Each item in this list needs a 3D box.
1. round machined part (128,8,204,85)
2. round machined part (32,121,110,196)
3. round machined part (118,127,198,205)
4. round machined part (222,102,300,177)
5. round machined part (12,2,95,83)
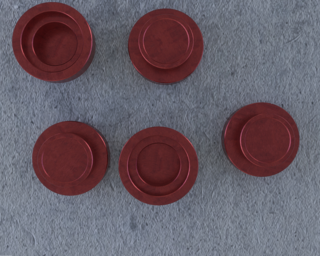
[{"bbox_3d":[0.008,-0.107,0.401,0.099,0.042,0.097,0,90,0],"label":"round machined part"},{"bbox_3d":[-0.117,0.039,0.400,0.099,0.042,0.097,0,90,0],"label":"round machined part"},{"bbox_3d":[-0.002,0.047,0.401,0.099,0.042,0.097,0,90,0],"label":"round machined part"},{"bbox_3d":[0.133,0.015,0.402,0.099,0.042,0.097,0,90,0],"label":"round machined part"},{"bbox_3d":[-0.132,-0.106,0.400,0.099,0.042,0.097,0,90,0],"label":"round machined part"}]
